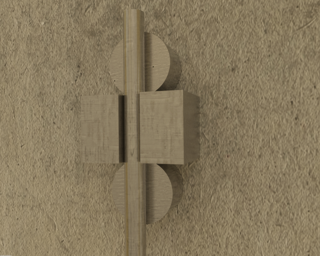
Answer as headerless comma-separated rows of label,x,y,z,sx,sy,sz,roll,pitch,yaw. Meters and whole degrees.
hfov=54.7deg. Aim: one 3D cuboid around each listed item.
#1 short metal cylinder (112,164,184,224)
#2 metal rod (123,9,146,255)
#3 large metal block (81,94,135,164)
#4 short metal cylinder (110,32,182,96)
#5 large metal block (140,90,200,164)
short metal cylinder,-0.014,0.078,0.402,0.080,0.050,0.080,0,89,20
metal rod,-0.030,0.012,0.367,0.025,0.025,0.298,-1,90,20
large metal block,-0.057,0.001,0.401,0.050,0.080,0.080,-1,90,20
short metal cylinder,-0.017,-0.078,0.403,0.080,0.050,0.080,0,89,20
large metal block,0.015,-0.001,0.375,0.050,0.080,0.080,-1,90,20
